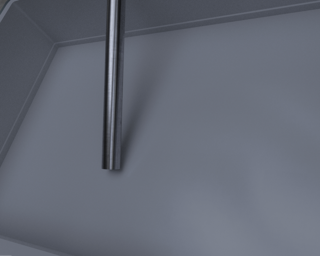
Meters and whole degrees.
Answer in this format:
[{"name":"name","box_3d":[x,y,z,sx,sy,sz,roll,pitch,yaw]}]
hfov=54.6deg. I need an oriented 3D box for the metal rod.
[{"name":"metal rod","box_3d":[-0.061,-0.095,0.416,0.025,0.025,0.298,0,88,28]}]
